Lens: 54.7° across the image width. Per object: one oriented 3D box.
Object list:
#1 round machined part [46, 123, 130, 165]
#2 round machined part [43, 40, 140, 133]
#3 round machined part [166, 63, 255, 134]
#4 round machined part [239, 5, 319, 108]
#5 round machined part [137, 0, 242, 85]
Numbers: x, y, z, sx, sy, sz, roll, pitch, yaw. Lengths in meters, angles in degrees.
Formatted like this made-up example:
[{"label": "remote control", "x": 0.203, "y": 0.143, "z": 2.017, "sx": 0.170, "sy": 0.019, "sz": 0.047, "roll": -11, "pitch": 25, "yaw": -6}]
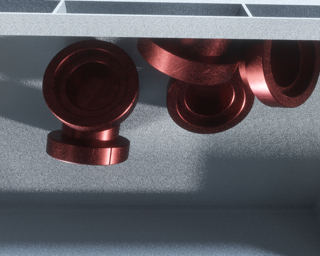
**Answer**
[{"label": "round machined part", "x": -0.085, "y": 0.011, "z": 0.379, "sx": 0.099, "sy": 0.098, "sz": 0.042, "roll": 7, "pitch": 99, "yaw": -7}, {"label": "round machined part", "x": -0.071, "y": -0.042, "z": 0.337, "sx": 0.099, "sy": 0.098, "sz": 0.042, "roll": 0, "pitch": 166, "yaw": -1}, {"label": "round machined part", "x": 0.056, "y": -0.042, "z": 0.363, "sx": 0.099, "sy": 0.042, "sz": 0.097, "roll": -1, "pitch": 130, "yaw": 0}, {"label": "round machined part", "x": 0.119, "y": -0.070, "z": 0.317, "sx": 0.098, "sy": 0.098, "sz": 0.042, "roll": 43, "pitch": 161, "yaw": -30}, {"label": "round machined part", "x": 0.031, "y": -0.085, "z": 0.289, "sx": 0.099, "sy": 0.098, "sz": 0.042, "roll": 12, "pitch": 129, "yaw": -10}]
